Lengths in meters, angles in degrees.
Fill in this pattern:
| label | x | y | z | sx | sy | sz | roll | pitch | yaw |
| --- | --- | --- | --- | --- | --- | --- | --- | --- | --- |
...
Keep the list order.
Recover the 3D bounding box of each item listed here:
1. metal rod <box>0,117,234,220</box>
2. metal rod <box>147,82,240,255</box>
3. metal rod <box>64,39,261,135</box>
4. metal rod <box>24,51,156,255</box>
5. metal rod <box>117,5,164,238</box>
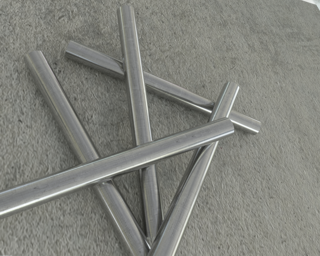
| label | x | y | z | sx | sy | sz | roll | pitch | yaw |
| --- | --- | --- | --- | --- | --- | --- | --- | --- | --- |
| metal rod | -0.049 | 0.039 | 0.318 | 0.302 | 0.025 | 0.025 | -17 | 71 | -24 |
| metal rod | 0.049 | 0.042 | 0.372 | 0.025 | 0.025 | 0.301 | 35 | 51 | -6 |
| metal rod | 0.015 | -0.052 | 0.445 | 0.302 | 0.025 | 0.025 | 21 | 54 | -16 |
| metal rod | -0.075 | 0.039 | 0.340 | 0.025 | 0.025 | 0.299 | -22 | 74 | -36 |
| metal rod | -0.026 | -0.023 | 0.382 | 0.025 | 0.025 | 0.299 | 2 | 68 | -28 |
